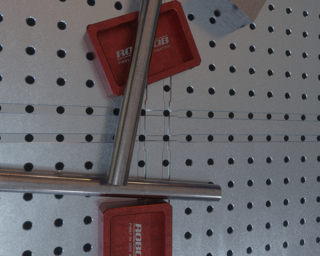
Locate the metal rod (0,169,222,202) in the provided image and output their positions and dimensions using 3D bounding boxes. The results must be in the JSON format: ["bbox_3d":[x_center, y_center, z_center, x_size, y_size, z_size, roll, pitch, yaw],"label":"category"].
[{"bbox_3d":[-0.059,0.075,0.391,0.302,0.025,0.025,8,88,-20],"label":"metal rod"}]

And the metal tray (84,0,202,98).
[{"bbox_3d":[-0.020,-0.103,0.403,0.131,0.030,0.090,-24,98,-19],"label":"metal tray"}]

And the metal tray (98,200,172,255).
[{"bbox_3d":[-0.031,0.162,0.399,0.091,0.030,0.129,0,90,-21],"label":"metal tray"}]

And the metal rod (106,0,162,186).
[{"bbox_3d":[-0.024,-0.082,0.372,0.025,0.025,0.298,12,86,-20],"label":"metal rod"}]

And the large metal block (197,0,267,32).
[{"bbox_3d":[0.108,-0.200,0.440,0.080,0.050,0.080,35,79,-17],"label":"large metal block"}]
